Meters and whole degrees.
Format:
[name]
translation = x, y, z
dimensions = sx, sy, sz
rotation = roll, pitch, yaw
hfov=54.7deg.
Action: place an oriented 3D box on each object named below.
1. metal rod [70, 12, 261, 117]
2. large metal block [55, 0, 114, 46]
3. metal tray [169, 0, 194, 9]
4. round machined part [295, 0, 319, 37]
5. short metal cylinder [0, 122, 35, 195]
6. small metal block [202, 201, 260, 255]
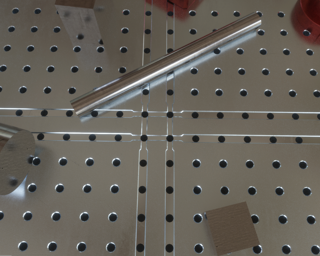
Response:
[metal rod]
translation = 0.015, -0.095, 0.446
dimensions = 0.302, 0.025, 0.025
rotation = -28, 73, -10
[large metal block]
translation = -0.105, -0.179, 0.447
dimensions = 0.050, 0.080, 0.080
rotation = 7, 70, 3
[metal tray]
translation = 0.043, -0.266, 0.506
dimensions = 0.090, 0.030, 0.130
rotation = 34, 73, 11
[round machined part]
translation = 0.265, -0.190, 0.474
dimensions = 0.099, 0.042, 0.098
rotation = 0, 70, 0
[short metal cylinder]
translation = -0.194, 0.034, 0.369
dimensions = 0.050, 0.080, 0.080
rotation = 16, 71, 6
[small metal block]
translation = 0.083, 0.119, 0.368
dimensions = 0.050, 0.025, 0.050
rotation = -13, 71, -5
